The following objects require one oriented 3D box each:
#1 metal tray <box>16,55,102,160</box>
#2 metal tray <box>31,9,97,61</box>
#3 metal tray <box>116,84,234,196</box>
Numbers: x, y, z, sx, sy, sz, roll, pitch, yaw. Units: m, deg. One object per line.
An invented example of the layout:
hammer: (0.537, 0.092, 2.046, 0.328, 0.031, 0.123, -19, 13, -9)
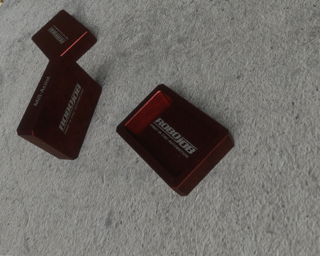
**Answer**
metal tray: (-0.141, -0.029, 0.453, 0.030, 0.090, 0.130, 0, 62, 28)
metal tray: (-0.190, -0.174, 0.607, 0.090, 0.030, 0.130, -44, 51, -3)
metal tray: (0.014, 0.010, 0.387, 0.090, 0.030, 0.130, -46, 51, -4)
